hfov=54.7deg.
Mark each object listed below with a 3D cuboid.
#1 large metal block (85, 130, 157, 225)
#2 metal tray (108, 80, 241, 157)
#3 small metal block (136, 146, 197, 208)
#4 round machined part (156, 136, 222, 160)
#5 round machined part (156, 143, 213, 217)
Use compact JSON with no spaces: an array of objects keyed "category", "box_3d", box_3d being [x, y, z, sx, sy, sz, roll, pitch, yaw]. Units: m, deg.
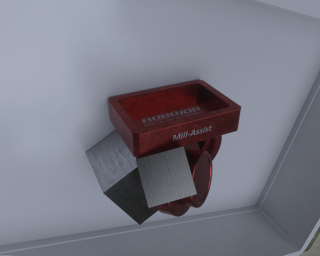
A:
[{"category":"large metal block","box_3d":[-0.040,0.060,0.388,0.050,0.080,0.080,-38,130,-3]},{"category":"metal tray","box_3d":[0.016,-0.017,0.364,0.131,0.090,0.030,-14,125,-21]},{"category":"small metal block","box_3d":[0.006,0.050,0.322,0.050,0.025,0.050,-15,87,-5]},{"category":"round machined part","box_3d":[0.033,0.018,0.428,0.099,0.042,0.097,-14,125,-21]},{"category":"round machined part","box_3d":[0.033,0.059,0.377,0.099,0.042,0.097,-21,114,-59]}]
